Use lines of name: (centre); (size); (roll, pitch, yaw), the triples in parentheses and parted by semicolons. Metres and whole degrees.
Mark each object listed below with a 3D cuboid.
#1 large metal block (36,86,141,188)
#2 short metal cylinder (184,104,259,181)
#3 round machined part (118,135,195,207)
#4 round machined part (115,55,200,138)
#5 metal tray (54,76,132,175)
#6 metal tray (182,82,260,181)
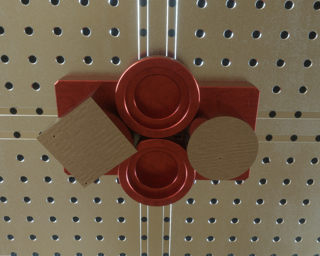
large metal block: (-0.081, 0.010, 0.371); (0.080, 0.050, 0.080); (-35, 107, 12)
short metal cylinder: (0.071, 0.016, 0.374); (0.081, 0.050, 0.079); (0, 110, 0)
round machined part: (-0.004, 0.052, 0.414); (0.099, 0.042, 0.097); (0, 110, 0)
round machined part: (-0.003, -0.040, 0.380); (0.099, 0.042, 0.097); (0, 110, 0)
metal tray: (-0.083, -0.002, 0.409); (0.091, 0.030, 0.129); (0, 110, -2)
metal tray: (0.076, 0.006, 0.411); (0.091, 0.030, 0.129); (1, 110, -1)
